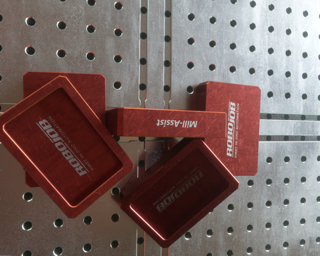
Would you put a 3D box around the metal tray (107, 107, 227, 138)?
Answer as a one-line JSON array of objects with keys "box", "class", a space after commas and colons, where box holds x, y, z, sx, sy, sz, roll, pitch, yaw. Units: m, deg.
[{"box": [0.004, -0.005, 0.379, 0.131, 0.090, 0.030, 2, 90, -20], "class": "metal tray"}]

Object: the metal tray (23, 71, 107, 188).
[{"box": [-0.112, 0.001, 0.369, 0.091, 0.030, 0.129, -1, 91, -20], "class": "metal tray"}]

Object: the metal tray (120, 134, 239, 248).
[{"box": [0.024, 0.081, 0.400, 0.130, 0.030, 0.090, -41, 105, 2], "class": "metal tray"}]

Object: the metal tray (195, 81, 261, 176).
[{"box": [0.097, 0.002, 0.446, 0.091, 0.030, 0.129, 3, 89, -21], "class": "metal tray"}]

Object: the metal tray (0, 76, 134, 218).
[{"box": [-0.103, 0.021, 0.339, 0.090, 0.030, 0.130, -40, 103, -16], "class": "metal tray"}]
